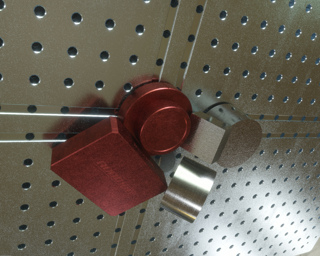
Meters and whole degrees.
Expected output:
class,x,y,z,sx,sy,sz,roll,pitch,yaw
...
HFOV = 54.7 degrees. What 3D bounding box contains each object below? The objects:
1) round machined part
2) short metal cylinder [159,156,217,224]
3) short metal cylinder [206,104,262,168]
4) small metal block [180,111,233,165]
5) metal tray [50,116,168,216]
class,x,y,z,sx,sy,sz,roll,pitch,yaw
round machined part,-0.001,-0.005,0.391,0.099,0.042,0.097,-14,124,-21
short metal cylinder,0.040,0.086,0.438,0.050,0.080,0.079,26,110,8
short metal cylinder,0.100,0.011,0.452,0.081,0.050,0.079,-14,124,-21
small metal block,0.060,0.012,0.407,0.025,0.050,0.050,-15,129,-55
metal tray,-0.059,0.054,0.389,0.090,0.030,0.130,-29,130,9
